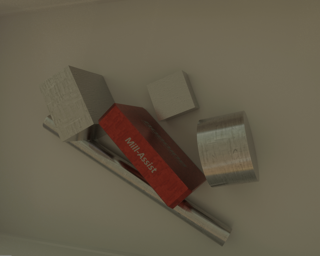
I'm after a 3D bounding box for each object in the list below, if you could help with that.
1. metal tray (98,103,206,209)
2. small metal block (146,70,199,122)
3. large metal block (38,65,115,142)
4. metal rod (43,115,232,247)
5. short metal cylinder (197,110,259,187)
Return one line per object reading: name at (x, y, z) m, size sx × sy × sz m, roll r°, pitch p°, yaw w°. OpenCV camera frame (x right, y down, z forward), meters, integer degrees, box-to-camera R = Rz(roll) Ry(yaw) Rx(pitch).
metal tray at (-0.006, 0.029, 0.375) m, size 0.030 × 0.090 × 0.130 m, roll -45°, pitch 77°, yaw 14°
small metal block at (0.017, -0.040, 0.401) m, size 0.050 × 0.025 × 0.050 m, roll -21°, pitch 83°, yaw 18°
large metal block at (-0.102, -0.030, 0.414) m, size 0.050 × 0.080 × 0.080 m, roll -28°, pitch 81°, yaw 18°
metal rod at (-0.042, 0.062, 0.423) m, size 0.301 × 0.025 × 0.025 m, roll 30°, pitch 100°, yaw 17°
short metal cylinder at (0.078, 0.024, 0.351) m, size 0.050 × 0.080 × 0.080 m, roll -12°, pitch 86°, yaw 20°
